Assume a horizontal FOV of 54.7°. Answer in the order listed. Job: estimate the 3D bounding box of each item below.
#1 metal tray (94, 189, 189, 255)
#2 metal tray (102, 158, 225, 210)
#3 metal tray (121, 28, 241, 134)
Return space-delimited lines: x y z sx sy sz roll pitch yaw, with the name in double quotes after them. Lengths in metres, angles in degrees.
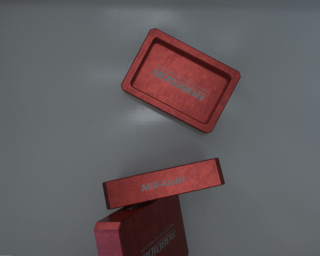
-0.013 0.127 0.343 0.030 0.131 0.089 -10 90 28 "metal tray"
0.005 0.067 0.377 0.131 0.090 0.030 -12 80 -1 "metal tray"
0.027 -0.060 0.409 0.130 0.030 0.090 28 90 -1 "metal tray"
